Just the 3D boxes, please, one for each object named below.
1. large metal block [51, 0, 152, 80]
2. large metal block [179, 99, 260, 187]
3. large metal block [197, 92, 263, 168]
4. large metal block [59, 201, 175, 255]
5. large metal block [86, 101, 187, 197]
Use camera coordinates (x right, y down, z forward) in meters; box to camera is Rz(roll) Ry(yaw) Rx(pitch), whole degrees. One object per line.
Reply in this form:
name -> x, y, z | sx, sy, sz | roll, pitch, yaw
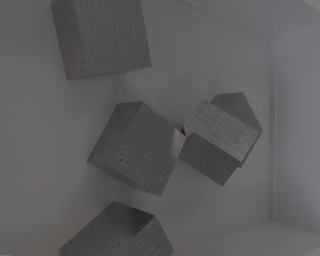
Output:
large metal block -> -0.062, -0.099, 0.338 | 0.081, 0.050, 0.079 | -16, 101, -39
large metal block -> 0.070, 0.022, 0.408 | 0.080, 0.080, 0.050 | 33, 60, 13
large metal block -> 0.106, 0.002, 0.479 | 0.080, 0.050, 0.080 | -51, 120, -28
large metal block -> -0.046, 0.131, 0.332 | 0.080, 0.080, 0.050 | -39, 114, -33
large metal block -> -0.025, 0.025, 0.369 | 0.080, 0.050, 0.080 | 38, 67, -33
